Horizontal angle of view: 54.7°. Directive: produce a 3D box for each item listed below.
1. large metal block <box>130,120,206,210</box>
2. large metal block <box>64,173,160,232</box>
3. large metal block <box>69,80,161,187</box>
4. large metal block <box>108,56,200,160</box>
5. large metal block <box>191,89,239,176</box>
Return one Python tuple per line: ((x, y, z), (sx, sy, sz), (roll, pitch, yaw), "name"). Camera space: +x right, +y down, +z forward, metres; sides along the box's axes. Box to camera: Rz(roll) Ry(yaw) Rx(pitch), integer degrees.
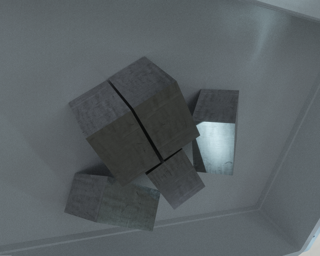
((0.005, 0.045, 0.403), (0.050, 0.080, 0.080), (-36, 130, -5), "large metal block")
((-0.059, 0.092, 0.389), (0.080, 0.080, 0.050), (24, 71, -37), "large metal block")
((-0.051, 0.005, 0.348), (0.050, 0.080, 0.080), (-33, 129, -7), "large metal block")
((-0.007, -0.024, 0.354), (0.050, 0.080, 0.080), (-34, 129, -7), "large metal block")
((0.075, 0.003, 0.408), (0.050, 0.080, 0.079), (4, 126, 15), "large metal block")
